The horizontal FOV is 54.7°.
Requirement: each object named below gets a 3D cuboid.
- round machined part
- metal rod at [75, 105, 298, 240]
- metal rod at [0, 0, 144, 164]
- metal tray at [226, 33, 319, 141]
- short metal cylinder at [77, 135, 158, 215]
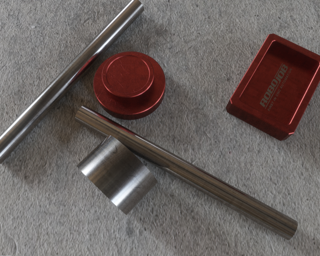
[{"bbox_3d":[-0.042,-0.064,0.422,0.099,0.042,0.098,0,70,0],"label":"round machined part"},{"bbox_3d":[0.025,0.051,0.389,0.301,0.025,0.025,28,73,9],"label":"metal rod"},{"bbox_3d":[-0.123,-0.076,0.434,0.025,0.025,0.300,35,73,11],"label":"metal rod"},{"bbox_3d":[0.162,-0.059,0.428,0.090,0.030,0.130,30,73,10],"label":"metal tray"},{"bbox_3d":[-0.049,0.054,0.359,0.080,0.080,0.050,41,75,13],"label":"short metal cylinder"}]
